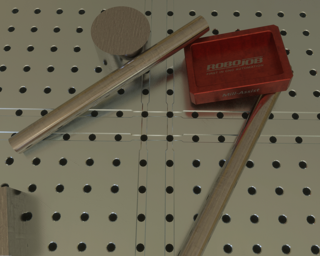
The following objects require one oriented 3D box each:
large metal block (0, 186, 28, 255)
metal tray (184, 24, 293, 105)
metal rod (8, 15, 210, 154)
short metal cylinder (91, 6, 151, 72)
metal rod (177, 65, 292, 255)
[{"bbox_3d":[-0.204,0.118,0.354,0.081,0.050,0.080,-11,70,-4],"label":"large metal block"},{"bbox_3d":[0.102,-0.087,0.425,0.131,0.030,0.090,-8,65,7],"label":"metal tray"},{"bbox_3d":[-0.064,-0.060,0.415,0.301,0.025,0.025,-34,74,-5],"label":"metal rod"},{"bbox_3d":[-0.053,-0.125,0.444,0.081,0.050,0.080,0,70,0],"label":"short metal cylinder"},{"bbox_3d":[0.103,0.035,0.399,0.025,0.025,0.300,28,72,10],"label":"metal rod"}]
